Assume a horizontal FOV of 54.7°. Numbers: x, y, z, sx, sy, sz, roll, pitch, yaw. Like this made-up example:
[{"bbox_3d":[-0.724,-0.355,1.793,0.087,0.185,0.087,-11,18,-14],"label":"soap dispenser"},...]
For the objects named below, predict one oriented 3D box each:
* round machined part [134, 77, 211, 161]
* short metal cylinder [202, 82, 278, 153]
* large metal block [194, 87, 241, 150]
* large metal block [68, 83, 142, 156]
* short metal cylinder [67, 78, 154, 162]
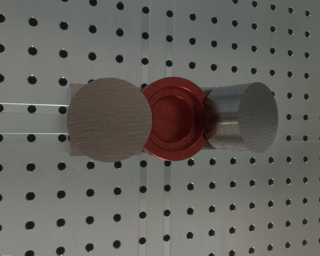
[{"bbox_3d":[0.011,-0.011,0.376,0.099,0.042,0.097,0,90,-20],"label":"round machined part"},{"bbox_3d":[0.096,-0.012,0.368,0.081,0.050,0.080,0,90,-40],"label":"short metal cylinder"},{"bbox_3d":[0.073,-0.013,0.426,0.081,0.050,0.080,-1,91,-20],"label":"large metal block"},{"bbox_3d":[-0.068,-0.009,0.374,0.081,0.050,0.080,1,90,-20],"label":"large metal block"},{"bbox_3d":[-0.047,-0.008,0.315,0.080,0.050,0.079,0,91,1],"label":"short metal cylinder"}]
